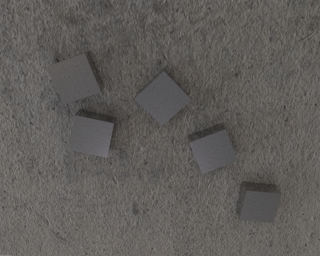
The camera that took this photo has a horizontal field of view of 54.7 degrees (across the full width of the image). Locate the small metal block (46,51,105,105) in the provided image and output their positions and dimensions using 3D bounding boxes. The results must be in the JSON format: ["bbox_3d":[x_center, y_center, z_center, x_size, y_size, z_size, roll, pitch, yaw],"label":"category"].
[{"bbox_3d":[-0.104,-0.063,0.386,0.050,0.025,0.050,-18,109,6],"label":"small metal block"}]

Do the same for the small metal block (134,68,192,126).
[{"bbox_3d":[0.004,-0.040,0.395,0.050,0.025,0.050,-42,105,13],"label":"small metal block"}]

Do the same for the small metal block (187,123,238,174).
[{"bbox_3d":[0.071,0.027,0.420,0.050,0.025,0.050,-22,109,7],"label":"small metal block"}]

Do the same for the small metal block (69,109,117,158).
[{"bbox_3d":[-0.089,0.007,0.412,0.050,0.025,0.050,12,110,-5],"label":"small metal block"}]

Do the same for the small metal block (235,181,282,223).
[{"bbox_3d":[0.142,0.108,0.451,0.050,0.025,0.050,6,110,-3],"label":"small metal block"}]
